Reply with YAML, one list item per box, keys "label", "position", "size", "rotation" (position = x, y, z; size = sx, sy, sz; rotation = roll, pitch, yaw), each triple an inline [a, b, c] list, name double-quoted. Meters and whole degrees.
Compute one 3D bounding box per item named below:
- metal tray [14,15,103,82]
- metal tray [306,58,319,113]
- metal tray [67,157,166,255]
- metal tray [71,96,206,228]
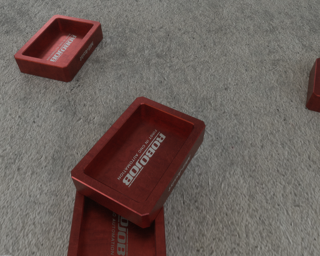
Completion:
- label: "metal tray"
  position: [-0.162, -0.135, 0.512]
  size: [0.090, 0.030, 0.130]
  rotation: [13, 51, 11]
- label: "metal tray"
  position: [0.285, -0.050, 0.444]
  size: [0.130, 0.030, 0.090]
  rotation: [16, 52, 13]
- label: "metal tray"
  position: [-0.041, 0.092, 0.321]
  size: [0.091, 0.030, 0.130]
  rotation: [-2, 50, -2]
- label: "metal tray"
  position: [-0.018, 0.029, 0.335]
  size: [0.090, 0.030, 0.130]
  rotation: [24, 54, 19]
